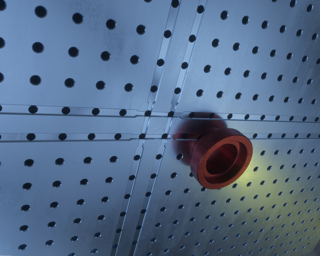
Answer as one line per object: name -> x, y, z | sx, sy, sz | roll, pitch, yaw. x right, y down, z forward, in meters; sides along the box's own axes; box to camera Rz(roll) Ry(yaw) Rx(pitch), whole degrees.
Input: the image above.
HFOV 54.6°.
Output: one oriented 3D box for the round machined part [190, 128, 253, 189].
round machined part -> 0.089, 0.042, 0.474 | 0.099, 0.042, 0.097 | -14, 124, -21
